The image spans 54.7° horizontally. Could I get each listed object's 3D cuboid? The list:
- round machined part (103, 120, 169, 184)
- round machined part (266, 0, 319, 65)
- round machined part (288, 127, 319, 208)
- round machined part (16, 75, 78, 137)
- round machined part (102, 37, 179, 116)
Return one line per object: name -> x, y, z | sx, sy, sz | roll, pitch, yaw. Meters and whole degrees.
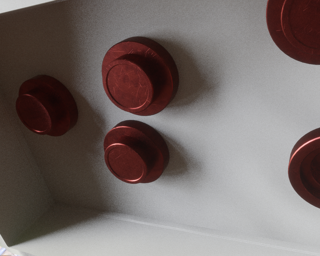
round machined part -> -0.040, 0.041, 0.444 | 0.098, 0.042, 0.097 | 13, 124, 21
round machined part -> 0.141, -0.100, 0.261 | 0.098, 0.042, 0.097 | 13, 124, 21
round machined part -> 0.188, 0.038, 0.322 | 0.098, 0.042, 0.097 | 13, 124, 21
round machined part -> -0.179, -0.029, 0.475 | 0.098, 0.042, 0.097 | 13, 124, 21
round machined part -> -0.030, -0.057, 0.378 | 0.098, 0.042, 0.097 | 13, 124, 21
